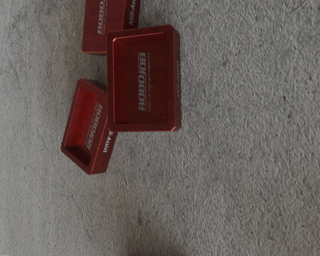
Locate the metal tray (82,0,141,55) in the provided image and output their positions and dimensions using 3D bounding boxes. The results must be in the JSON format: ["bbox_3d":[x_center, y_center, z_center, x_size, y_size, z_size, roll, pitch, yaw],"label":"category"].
[{"bbox_3d":[-0.072,-0.175,0.462,0.090,0.030,0.129,11,97,39],"label":"metal tray"}]

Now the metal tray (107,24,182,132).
[{"bbox_3d":[-0.021,-0.060,0.398,0.090,0.030,0.129,-1,89,18],"label":"metal tray"}]

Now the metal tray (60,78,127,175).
[{"bbox_3d":[-0.108,-0.003,0.490,0.090,0.030,0.129,30,109,36],"label":"metal tray"}]
